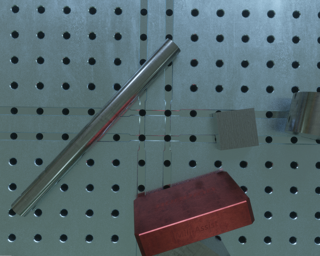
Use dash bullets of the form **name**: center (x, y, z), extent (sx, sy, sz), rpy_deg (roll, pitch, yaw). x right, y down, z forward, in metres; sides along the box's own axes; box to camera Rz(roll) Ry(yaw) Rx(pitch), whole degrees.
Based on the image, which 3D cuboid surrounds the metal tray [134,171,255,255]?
- **metal tray**: center (0.035, 0.100, 0.377), extent (0.131, 0.090, 0.030), rpy_deg (-17, 104, -2)

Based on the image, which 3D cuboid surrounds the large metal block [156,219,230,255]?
- **large metal block**: center (0.039, 0.154, 0.387), extent (0.080, 0.080, 0.050), rpy_deg (36, 90, -1)

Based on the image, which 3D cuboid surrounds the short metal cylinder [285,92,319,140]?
- **short metal cylinder**: center (0.204, -0.011, 0.389), extent (0.080, 0.080, 0.050), rpy_deg (13, 90, -1)

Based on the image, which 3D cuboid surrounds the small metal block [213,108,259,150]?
- **small metal block**: center (0.101, 0.001, 0.415), extent (0.050, 0.025, 0.050), rpy_deg (-7, 90, -1)

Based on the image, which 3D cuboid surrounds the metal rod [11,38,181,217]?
- **metal rod**: center (-0.084, -0.001, 0.412), extent (0.025, 0.025, 0.300), rpy_deg (43, 90, -1)
